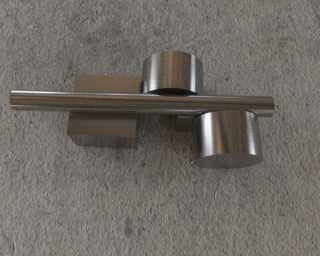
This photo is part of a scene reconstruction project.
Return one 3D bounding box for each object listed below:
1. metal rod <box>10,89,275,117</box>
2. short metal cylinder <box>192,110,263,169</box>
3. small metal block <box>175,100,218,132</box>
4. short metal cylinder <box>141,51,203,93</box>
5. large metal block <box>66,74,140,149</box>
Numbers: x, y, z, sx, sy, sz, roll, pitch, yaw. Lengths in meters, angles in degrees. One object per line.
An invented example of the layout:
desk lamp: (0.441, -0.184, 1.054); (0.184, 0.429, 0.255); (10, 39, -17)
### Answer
metal rod: (-0.019, -0.029, 0.365); (0.302, 0.025, 0.025); (1, 70, -1)
short metal cylinder: (0.080, 0.017, 0.374); (0.081, 0.080, 0.050); (0, 70, -1)
small metal block: (0.046, -0.015, 0.401); (0.050, 0.050, 0.025); (1, 70, 0)
short metal cylinder: (0.016, -0.056, 0.402); (0.081, 0.080, 0.050); (2, 70, 0)
large metal block: (-0.067, -0.020, 0.399); (0.081, 0.050, 0.080); (3, 70, 1)
